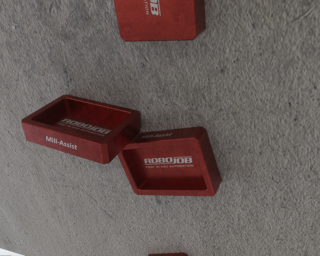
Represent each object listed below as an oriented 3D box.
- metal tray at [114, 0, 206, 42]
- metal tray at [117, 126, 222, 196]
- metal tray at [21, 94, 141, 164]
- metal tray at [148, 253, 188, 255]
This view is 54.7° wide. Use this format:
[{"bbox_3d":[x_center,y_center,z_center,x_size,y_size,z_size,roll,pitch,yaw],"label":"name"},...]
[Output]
[{"bbox_3d":[-0.005,-0.156,0.310,0.090,0.030,0.129,6,121,25],"label":"metal tray"},{"bbox_3d":[0.010,0.049,0.428,0.130,0.030,0.090,-7,115,31],"label":"metal tray"},{"bbox_3d":[-0.103,-0.003,0.417,0.130,0.090,0.030,14,124,20],"label":"metal tray"},{"bbox_3d":[0.036,0.286,0.561,0.090,0.030,0.130,-20,108,35],"label":"metal tray"}]
